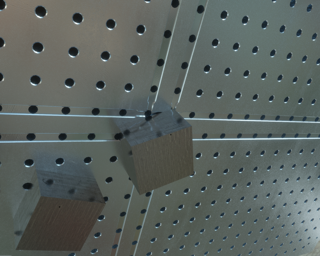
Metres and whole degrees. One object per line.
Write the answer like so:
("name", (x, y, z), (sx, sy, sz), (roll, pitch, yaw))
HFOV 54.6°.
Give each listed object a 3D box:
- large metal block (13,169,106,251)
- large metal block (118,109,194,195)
("large metal block", (-0.127, 0.105, 0.390), (0.080, 0.050, 0.080), (18, 109, -35))
("large metal block", (-0.004, 0.030, 0.411), (0.081, 0.050, 0.080), (-18, 126, -18))
